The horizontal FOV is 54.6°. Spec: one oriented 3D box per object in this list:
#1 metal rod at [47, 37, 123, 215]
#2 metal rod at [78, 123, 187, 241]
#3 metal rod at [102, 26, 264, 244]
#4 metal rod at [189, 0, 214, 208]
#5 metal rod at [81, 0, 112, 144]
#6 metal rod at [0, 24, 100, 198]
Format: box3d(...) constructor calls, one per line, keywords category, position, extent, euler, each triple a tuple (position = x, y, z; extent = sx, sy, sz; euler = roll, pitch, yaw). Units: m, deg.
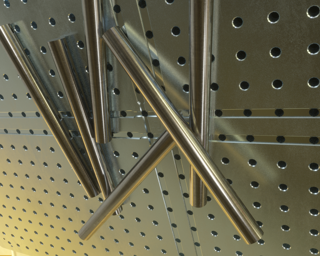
box3d(category="metal rod", position=(-0.108, 0.013, 0.476), extent=(0.025, 0.025, 0.298), euler=(2, 119, 27))
box3d(category="metal rod", position=(-0.053, 0.092, 0.473), extent=(0.025, 0.025, 0.299), euler=(40, 122, 1))
box3d(category="metal rod", position=(0.027, 0.008, 0.371), extent=(0.025, 0.025, 0.299), euler=(-36, 89, 38))
box3d(category="metal rod", position=(0.047, -0.022, 0.372), extent=(0.025, 0.025, 0.298), euler=(11, 123, 22))
box3d(category="metal rod", position=(-0.080, -0.109, 0.386), extent=(0.025, 0.025, 0.298), euler=(15, 125, 20))
box3d(category="metal rod", position=(-0.170, -0.015, 0.492), extent=(0.025, 0.025, 0.299), euler=(-11, 113, 33))
